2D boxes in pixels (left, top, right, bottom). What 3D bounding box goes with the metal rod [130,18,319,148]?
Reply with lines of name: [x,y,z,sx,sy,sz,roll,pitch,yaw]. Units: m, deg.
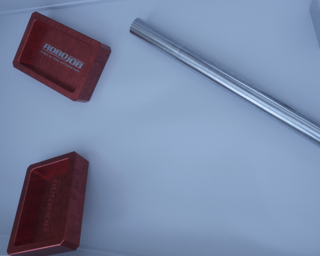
metal rod: [0.086,-0.056,0.379,0.300,0.025,0.025,35,101,16]

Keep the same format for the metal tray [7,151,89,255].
metal tray: [-0.149,0.103,0.423,0.090,0.030,0.130,-17,51,18]

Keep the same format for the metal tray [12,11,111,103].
metal tray: [-0.147,-0.105,0.457,0.130,0.030,0.090,29,99,17]

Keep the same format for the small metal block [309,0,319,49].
small metal block: [0.183,-0.117,0.333,0.025,0.050,0.050,-15,85,19]
